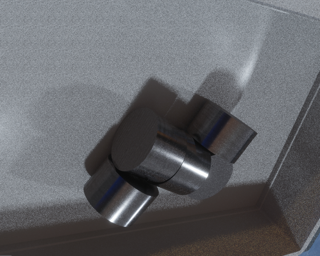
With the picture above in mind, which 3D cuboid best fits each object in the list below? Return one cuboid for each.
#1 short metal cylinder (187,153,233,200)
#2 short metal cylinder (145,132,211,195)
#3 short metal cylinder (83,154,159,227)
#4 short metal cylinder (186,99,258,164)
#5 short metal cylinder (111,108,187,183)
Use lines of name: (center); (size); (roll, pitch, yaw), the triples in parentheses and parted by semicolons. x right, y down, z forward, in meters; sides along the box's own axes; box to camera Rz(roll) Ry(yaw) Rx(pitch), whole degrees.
short metal cylinder: (0.061, 0.060, 0.462); (0.081, 0.050, 0.079); (-14, 125, -21)
short metal cylinder: (0.020, 0.043, 0.411); (0.050, 0.080, 0.080); (30, 101, -38)
short metal cylinder: (-0.048, 0.077, 0.394); (0.080, 0.080, 0.050); (33, 100, -39)
short metal cylinder: (0.084, 0.004, 0.421); (0.080, 0.080, 0.050); (26, 104, -37)
short metal cylinder: (-0.014, 0.022, 0.378); (0.050, 0.080, 0.080); (29, 102, -38)
